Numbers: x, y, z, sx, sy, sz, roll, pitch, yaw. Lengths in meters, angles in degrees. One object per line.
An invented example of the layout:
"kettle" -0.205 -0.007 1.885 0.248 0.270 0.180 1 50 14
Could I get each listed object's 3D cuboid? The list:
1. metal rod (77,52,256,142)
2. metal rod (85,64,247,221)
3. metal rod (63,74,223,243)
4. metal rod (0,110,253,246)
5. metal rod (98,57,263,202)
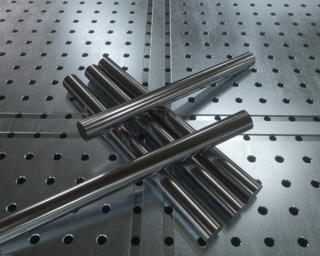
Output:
"metal rod" 0.029 -0.054 0.427 0.302 0.025 0.025 -26 55 -31
"metal rod" -0.011 0.002 0.406 0.025 0.025 0.300 -32 57 -24
"metal rod" -0.039 0.019 0.390 0.025 0.025 0.300 -32 57 -24
"metal rod" -0.034 0.050 0.338 0.302 0.025 0.025 -24 54 -9
"metal rod" 0.009 -0.014 0.419 0.025 0.025 0.300 -33 58 -25
